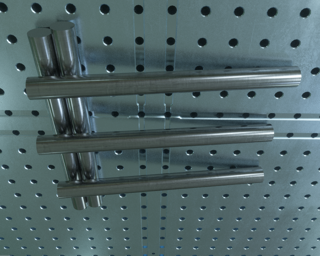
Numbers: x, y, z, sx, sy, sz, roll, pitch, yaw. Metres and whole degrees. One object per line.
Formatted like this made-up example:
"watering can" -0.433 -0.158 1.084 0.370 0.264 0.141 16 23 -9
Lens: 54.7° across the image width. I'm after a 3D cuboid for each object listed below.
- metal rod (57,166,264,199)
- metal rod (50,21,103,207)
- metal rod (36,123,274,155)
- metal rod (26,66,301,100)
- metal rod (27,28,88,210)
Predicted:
"metal rod" 0.005 0.080 0.461 0.302 0.025 0.025 -3 131 -6
"metal rod" -0.104 0.008 0.416 0.025 0.025 0.298 1 130 -1
"metal rod" -0.001 0.014 0.403 0.302 0.025 0.025 -3 131 -6
"metal rod" 0.009 -0.052 0.349 0.302 0.025 0.025 -3 130 -6
"metal rod" -0.129 0.013 0.420 0.025 0.025 0.298 1 130 -1
